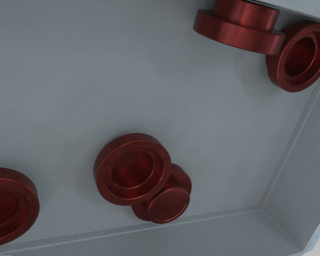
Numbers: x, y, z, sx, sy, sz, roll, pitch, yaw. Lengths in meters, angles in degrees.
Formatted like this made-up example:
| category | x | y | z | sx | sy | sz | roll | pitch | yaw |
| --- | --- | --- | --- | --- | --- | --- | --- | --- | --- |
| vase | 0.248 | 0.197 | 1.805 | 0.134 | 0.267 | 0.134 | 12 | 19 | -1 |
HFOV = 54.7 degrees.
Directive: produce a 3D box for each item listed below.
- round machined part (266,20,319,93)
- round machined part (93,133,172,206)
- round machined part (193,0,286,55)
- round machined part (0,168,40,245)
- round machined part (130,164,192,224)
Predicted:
| category | x | y | z | sx | sy | sz | roll | pitch | yaw |
| --- | --- | --- | --- | --- | --- | --- | --- | --- | --- |
| round machined part | 0.191 | -0.103 | 0.438 | 0.099 | 0.042 | 0.097 | -14 | 124 | -21 |
| round machined part | -0.038 | 0.049 | 0.404 | 0.099 | 0.042 | 0.097 | -11 | 120 | -20 |
| round machined part | 0.089 | -0.116 | 0.337 | 0.099 | 0.098 | 0.042 | 0 | 120 | -29 |
| round machined part | -0.189 | 0.083 | 0.346 | 0.099 | 0.042 | 0.097 | -14 | 124 | -21 |
| round machined part | 0.005 | 0.104 | 0.465 | 0.099 | 0.042 | 0.097 | -14 | 124 | -21 |
